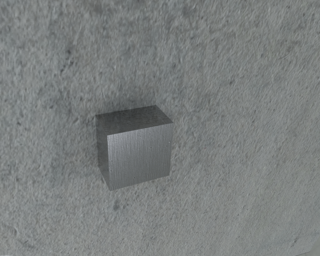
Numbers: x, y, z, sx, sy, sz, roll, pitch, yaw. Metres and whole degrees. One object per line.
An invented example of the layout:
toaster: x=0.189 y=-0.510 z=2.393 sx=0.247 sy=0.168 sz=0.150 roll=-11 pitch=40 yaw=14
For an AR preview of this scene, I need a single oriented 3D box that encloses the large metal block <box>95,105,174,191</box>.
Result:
large metal block: x=-0.033 y=0.023 z=0.389 sx=0.081 sy=0.050 sz=0.079 roll=-11 pitch=123 yaw=-23
